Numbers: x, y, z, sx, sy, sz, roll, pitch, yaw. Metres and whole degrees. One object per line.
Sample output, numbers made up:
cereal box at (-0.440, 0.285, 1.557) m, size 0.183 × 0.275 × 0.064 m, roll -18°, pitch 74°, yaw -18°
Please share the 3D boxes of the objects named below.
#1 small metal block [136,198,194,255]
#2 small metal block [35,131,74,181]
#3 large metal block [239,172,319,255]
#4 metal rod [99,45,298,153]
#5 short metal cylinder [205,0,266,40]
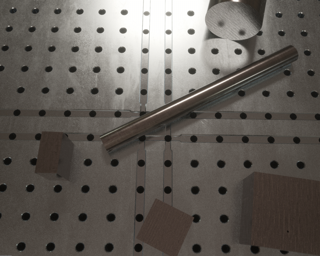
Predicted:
small metal block at (0.006, 0.119, 0.368) m, size 0.050 × 0.025 × 0.050 m, roll 25°, pitch 72°, yaw 8°
small metal block at (-0.129, 0.036, 0.384) m, size 0.025 × 0.050 × 0.050 m, roll 2°, pitch 70°, yaw 0°
large metal block at (0.142, 0.101, 0.363) m, size 0.080 × 0.050 × 0.080 m, roll 8°, pitch 70°, yaw 2°
metal rod at (0.060, -0.044, 0.428) m, size 0.302 × 0.025 × 0.025 m, roll -26°, pitch 72°, yaw -10°
short metal cylinder at (0.110, -0.172, 0.447) m, size 0.080 × 0.080 × 0.050 m, roll 13°, pitch 71°, yaw 4°
